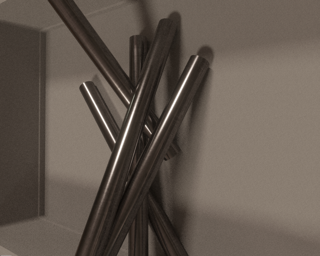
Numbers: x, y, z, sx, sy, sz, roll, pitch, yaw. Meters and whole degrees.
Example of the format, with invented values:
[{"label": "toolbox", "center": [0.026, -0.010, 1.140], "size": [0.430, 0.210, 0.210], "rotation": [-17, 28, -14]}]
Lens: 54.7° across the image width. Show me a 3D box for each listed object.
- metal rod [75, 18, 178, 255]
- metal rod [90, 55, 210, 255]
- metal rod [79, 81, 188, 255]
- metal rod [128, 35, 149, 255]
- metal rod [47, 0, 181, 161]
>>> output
[{"label": "metal rod", "center": [-0.031, 0.002, 0.348], "size": [0.025, 0.025, 0.299], "rotation": [0, 64, 39]}, {"label": "metal rod", "center": [-0.018, 0.052, 0.342], "size": [0.025, 0.025, 0.299], "rotation": [18, 77, 38]}, {"label": "metal rod", "center": [-0.047, 0.050, 0.443], "size": [0.025, 0.025, 0.299], "rotation": [-46, 63, 30]}, {"label": "metal rod", "center": [-0.028, 0.024, 0.406], "size": [0.025, 0.025, 0.298], "rotation": [-8, 78, 39]}, {"label": "metal rod", "center": [-0.071, -0.086, 0.378], "size": [0.025, 0.025, 0.299], "rotation": [-31, 98, 35]}]
